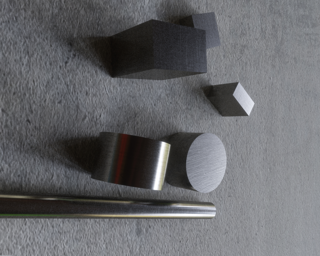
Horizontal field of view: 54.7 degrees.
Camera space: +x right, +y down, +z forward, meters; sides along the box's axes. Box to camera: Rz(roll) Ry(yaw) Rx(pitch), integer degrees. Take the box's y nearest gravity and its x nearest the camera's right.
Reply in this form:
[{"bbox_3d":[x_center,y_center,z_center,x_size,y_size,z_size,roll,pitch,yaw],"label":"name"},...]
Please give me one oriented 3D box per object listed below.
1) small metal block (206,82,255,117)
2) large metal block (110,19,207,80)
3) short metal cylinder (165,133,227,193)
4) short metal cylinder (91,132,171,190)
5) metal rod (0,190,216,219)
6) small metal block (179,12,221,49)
[{"bbox_3d":[0.110,-0.043,0.483,0.050,0.050,0.025,44,63,-32],"label":"small metal block"},{"bbox_3d":[-0.002,-0.088,0.369,0.081,0.080,0.050,-5,93,-40],"label":"large metal block"},{"bbox_3d":[0.047,0.046,0.430,0.081,0.050,0.079,0,90,-40],"label":"short metal cylinder"},{"bbox_3d":[-0.032,0.037,0.344,0.081,0.080,0.050,17,80,-39],"label":"short metal cylinder"},{"bbox_3d":[-0.038,0.097,0.374,0.302,0.025,0.025,14,81,-39],"label":"metal rod"},{"bbox_3d":[0.060,-0.141,0.457,0.050,0.025,0.050,-24,105,-38],"label":"small metal block"}]
